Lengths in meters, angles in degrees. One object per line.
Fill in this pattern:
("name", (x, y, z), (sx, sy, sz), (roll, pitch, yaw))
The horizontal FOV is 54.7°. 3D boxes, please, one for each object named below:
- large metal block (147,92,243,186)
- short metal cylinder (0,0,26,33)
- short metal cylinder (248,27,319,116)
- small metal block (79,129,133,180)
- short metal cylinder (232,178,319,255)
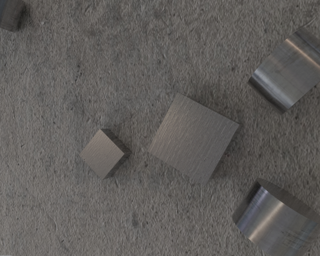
("large metal block", (0.044, 0.012, 0.380), (0.080, 0.050, 0.080), (30, 100, 17))
("short metal cylinder", (-0.254, -0.185, 0.469), (0.080, 0.080, 0.050), (26, 99, 18))
("short metal cylinder", (0.141, -0.058, 0.330), (0.080, 0.080, 0.050), (-45, 76, 14))
("small metal block", (-0.076, 0.036, 0.436), (0.050, 0.025, 0.050), (44, 103, 14))
("short metal cylinder", (0.127, 0.098, 0.335), (0.080, 0.080, 0.050), (33, 101, 17))
